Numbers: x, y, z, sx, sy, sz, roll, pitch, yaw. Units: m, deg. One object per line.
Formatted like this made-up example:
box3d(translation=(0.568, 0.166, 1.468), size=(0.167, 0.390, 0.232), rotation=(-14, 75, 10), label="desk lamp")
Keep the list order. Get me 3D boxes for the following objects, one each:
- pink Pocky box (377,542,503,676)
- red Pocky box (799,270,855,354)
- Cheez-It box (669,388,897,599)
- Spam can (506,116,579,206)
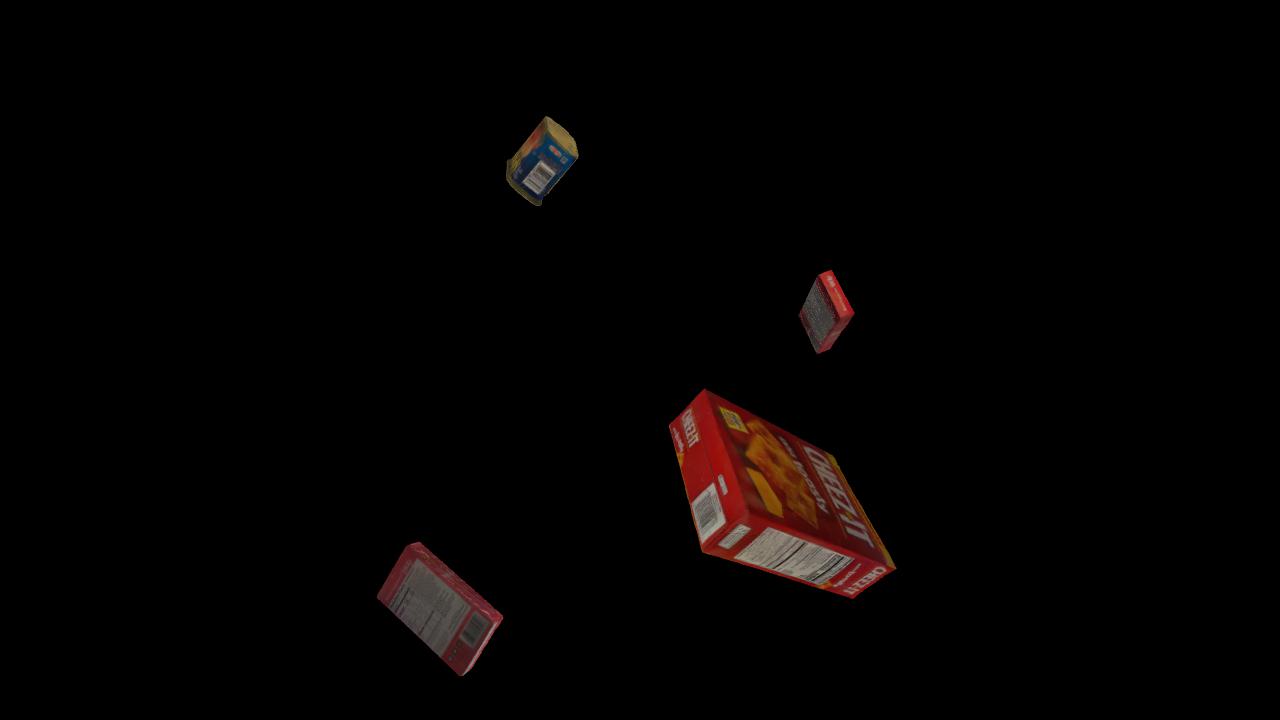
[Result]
box3d(translation=(-0.253, 0.310, 0.773), size=(0.155, 0.084, 0.029), rotation=(33, 6, 17), label="pink Pocky box")
box3d(translation=(0.302, -0.075, 1.008), size=(0.028, 0.083, 0.155), rotation=(-17, -20, -4), label="red Pocky box")
box3d(translation=(0.146, 0.143, 0.649), size=(0.223, 0.071, 0.166), rotation=(27, 29, -29), label="Cheez-It box")
box3d(translation=(-0.129, -0.266, 0.819), size=(0.058, 0.085, 0.101), rotation=(35, 23, -30), label="Spam can")
